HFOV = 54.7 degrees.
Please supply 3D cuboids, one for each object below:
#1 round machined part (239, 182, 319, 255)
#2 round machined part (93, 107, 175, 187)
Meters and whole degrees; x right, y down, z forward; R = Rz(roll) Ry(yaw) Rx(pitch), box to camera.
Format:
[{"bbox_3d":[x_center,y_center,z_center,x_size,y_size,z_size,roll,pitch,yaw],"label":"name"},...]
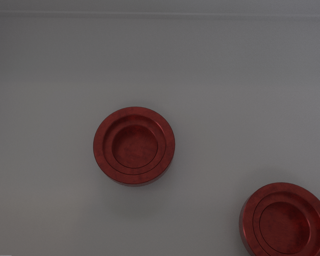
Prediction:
[{"bbox_3d":[0.140,0.115,0.357,0.099,0.042,0.098,0,66,0],"label":"round machined part"},{"bbox_3d":[-0.031,0.026,0.391,0.099,0.042,0.098,0,70,0],"label":"round machined part"}]
